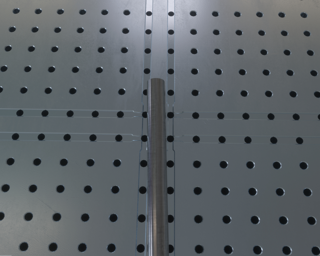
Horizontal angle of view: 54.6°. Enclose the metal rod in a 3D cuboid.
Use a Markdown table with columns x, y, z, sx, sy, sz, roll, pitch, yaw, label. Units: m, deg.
| x | y | z | sx | sy | sz | roll | pitch | yaw | label |
| --- | --- | --- | --- | --- | --- | --- | --- | --- | --- |
| -0.003 | 0.076 | 0.383 | 0.025 | 0.025 | 0.299 | -1 | 70 | 0 | metal rod |
